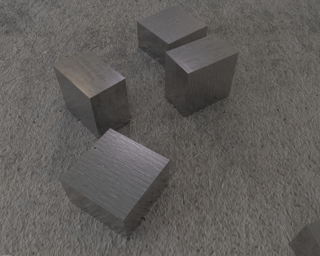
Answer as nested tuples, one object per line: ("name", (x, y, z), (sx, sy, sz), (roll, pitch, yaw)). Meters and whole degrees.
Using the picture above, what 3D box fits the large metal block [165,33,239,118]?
("large metal block", (0.054, -0.072, 0.428), (0.081, 0.080, 0.050), (-26, 55, -20))

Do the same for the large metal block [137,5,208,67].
("large metal block", (0.019, -0.152, 0.514), (0.081, 0.050, 0.080), (-32, 57, -24))

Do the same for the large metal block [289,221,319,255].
("large metal block", (0.183, 0.125, 0.283), (0.081, 0.050, 0.080), (-12, 51, -10))

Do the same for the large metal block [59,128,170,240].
("large metal block", (-0.045, 0.058, 0.337), (0.080, 0.050, 0.080), (27, 55, 20))

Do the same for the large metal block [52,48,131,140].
("large metal block", (-0.086, -0.043, 0.403), (0.050, 0.080, 0.080), (-35, 59, -26))
